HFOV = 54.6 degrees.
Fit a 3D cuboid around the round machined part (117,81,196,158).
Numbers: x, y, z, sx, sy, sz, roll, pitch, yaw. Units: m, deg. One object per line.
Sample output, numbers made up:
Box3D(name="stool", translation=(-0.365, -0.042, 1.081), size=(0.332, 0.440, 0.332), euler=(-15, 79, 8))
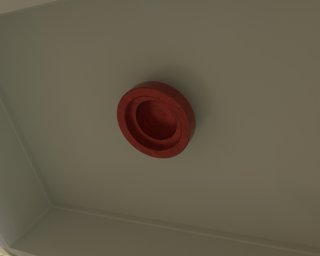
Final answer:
Box3D(name="round machined part", translation=(-0.001, -0.014, 0.390), size=(0.098, 0.042, 0.097), euler=(13, 124, 21))
